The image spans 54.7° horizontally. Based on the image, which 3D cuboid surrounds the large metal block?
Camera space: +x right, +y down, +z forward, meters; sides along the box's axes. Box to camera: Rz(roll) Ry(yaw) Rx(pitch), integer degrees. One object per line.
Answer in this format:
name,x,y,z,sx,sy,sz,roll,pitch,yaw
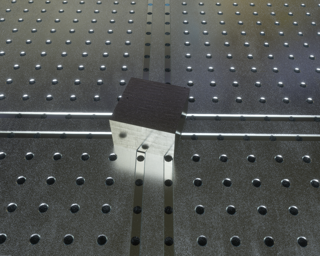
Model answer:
large metal block,-0.011,-0.015,0.404,0.080,0.050,0.080,12,51,10
